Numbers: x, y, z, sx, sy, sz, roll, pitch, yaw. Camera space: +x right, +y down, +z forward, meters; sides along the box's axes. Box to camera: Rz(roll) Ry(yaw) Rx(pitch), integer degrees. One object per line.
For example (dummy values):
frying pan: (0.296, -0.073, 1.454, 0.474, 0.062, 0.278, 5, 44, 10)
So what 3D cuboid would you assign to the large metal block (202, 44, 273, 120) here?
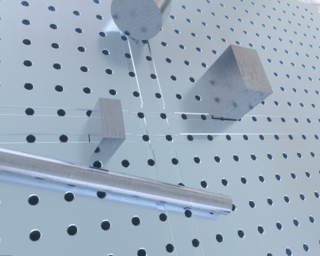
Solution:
large metal block: (0.116, -0.068, 0.479, 0.050, 0.080, 0.080, 4, 60, -27)

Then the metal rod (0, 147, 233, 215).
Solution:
metal rod: (-0.052, 0.061, 0.344, 0.302, 0.025, 0.025, 16, 55, -20)

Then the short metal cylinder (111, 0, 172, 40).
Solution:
short metal cylinder: (-0.027, -0.183, 0.471, 0.080, 0.080, 0.050, 30, 52, -10)

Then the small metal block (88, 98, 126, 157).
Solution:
small metal block: (-0.063, 0.000, 0.359, 0.025, 0.050, 0.050, 3, 60, -27)
